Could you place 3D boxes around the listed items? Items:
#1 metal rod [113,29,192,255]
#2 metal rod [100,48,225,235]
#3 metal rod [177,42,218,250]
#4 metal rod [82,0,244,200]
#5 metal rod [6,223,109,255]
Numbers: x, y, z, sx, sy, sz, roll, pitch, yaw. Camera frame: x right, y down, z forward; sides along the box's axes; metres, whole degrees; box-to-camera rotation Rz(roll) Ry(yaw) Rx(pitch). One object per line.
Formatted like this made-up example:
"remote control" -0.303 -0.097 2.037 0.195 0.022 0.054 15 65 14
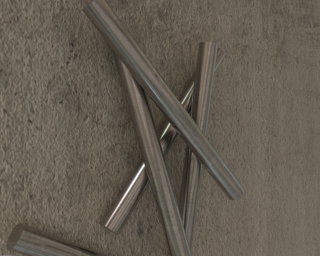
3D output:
"metal rod" -0.009 0.031 0.367 0.025 0.025 0.298 -17 92 -39
"metal rod" 0.015 0.001 0.417 0.025 0.025 0.300 47 62 -30
"metal rod" 0.047 0.036 0.420 0.025 0.025 0.298 4 95 -40
"metal rod" 0.018 -0.018 0.369 0.300 0.025 0.025 51 60 -23
"metal rod" -0.037 0.178 0.373 0.301 0.025 0.025 38 67 -34
